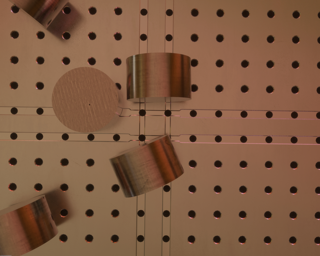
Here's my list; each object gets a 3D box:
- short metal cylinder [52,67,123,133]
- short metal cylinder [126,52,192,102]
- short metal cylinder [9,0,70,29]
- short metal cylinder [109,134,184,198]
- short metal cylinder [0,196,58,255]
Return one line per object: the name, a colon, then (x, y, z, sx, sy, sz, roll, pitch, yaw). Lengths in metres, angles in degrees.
short metal cylinder: (-0.091, -0.034, 0.400, 0.081, 0.050, 0.079, 0, 90, -1)
short metal cylinder: (-0.001, -0.060, 0.386, 0.081, 0.080, 0.050, -1, 90, -1)
short metal cylinder: (-0.160, -0.169, 0.384, 0.080, 0.080, 0.050, 37, 90, -1)
short metal cylinder: (-0.017, 0.046, 0.386, 0.080, 0.080, 0.050, -22, 90, 0)
short metal cylinder: (-0.175, 0.123, 0.384, 0.080, 0.080, 0.050, -20, 90, 0)
